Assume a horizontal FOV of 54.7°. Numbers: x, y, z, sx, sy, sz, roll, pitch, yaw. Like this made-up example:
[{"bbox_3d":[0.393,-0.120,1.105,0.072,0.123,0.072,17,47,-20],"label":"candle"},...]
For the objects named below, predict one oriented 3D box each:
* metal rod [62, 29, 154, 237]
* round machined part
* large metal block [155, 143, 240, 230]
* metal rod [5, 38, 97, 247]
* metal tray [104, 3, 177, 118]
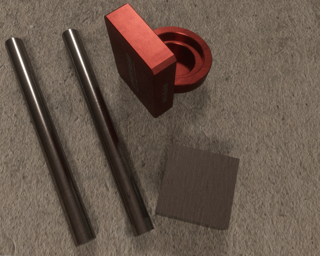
[{"bbox_3d":[-0.075,-0.007,0.409,0.025,0.025,0.299,-21,72,-8],"label":"metal rod"},{"bbox_3d":[0.018,-0.088,0.426,0.099,0.042,0.098,3,64,-7],"label":"round machined part"},{"bbox_3d":[0.043,0.071,0.369,0.080,0.050,0.080,13,70,4],"label":"large metal block"},{"bbox_3d":[-0.149,0.005,0.404,0.025,0.025,0.299,-24,72,-9],"label":"metal rod"},{"bbox_3d":[-0.021,-0.074,0.379,0.030,0.130,0.090,-36,74,-12],"label":"metal tray"}]
